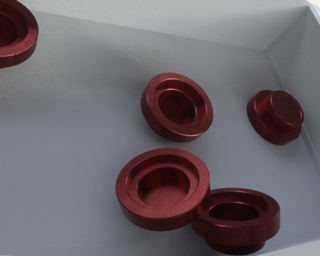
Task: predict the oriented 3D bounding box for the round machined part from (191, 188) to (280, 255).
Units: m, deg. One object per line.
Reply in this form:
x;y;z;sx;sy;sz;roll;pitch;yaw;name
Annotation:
0.084;0.106;0.351;0.099;0.098;0.042;-12;103;-33;round machined part

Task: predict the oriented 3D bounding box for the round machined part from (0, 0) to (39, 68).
-0.194;-0.107;0.355;0.099;0.042;0.098;14;56;-21;round machined part

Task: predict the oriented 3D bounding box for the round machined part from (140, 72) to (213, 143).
0.019;-0.024;0.419;0.099;0.042;0.098;14;56;-21;round machined part

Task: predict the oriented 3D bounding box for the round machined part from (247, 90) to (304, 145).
0.198;-0.024;0.515;0.099;0.042;0.098;14;56;-21;round machined part

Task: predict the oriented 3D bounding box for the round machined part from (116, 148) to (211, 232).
0.005;0.069;0.335;0.099;0.042;0.098;-5;38;4;round machined part
